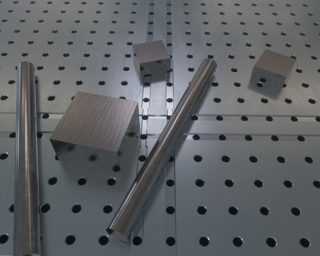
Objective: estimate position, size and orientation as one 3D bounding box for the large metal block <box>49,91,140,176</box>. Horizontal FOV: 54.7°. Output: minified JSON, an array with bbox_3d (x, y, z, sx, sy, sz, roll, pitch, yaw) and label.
[{"bbox_3d":[-0.076,0.005,0.386,0.080,0.050,0.080,11,51,8],"label":"large metal block"}]

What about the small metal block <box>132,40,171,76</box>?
[{"bbox_3d":[-0.014,-0.115,0.504,0.050,0.025,0.050,-12,51,-10],"label":"small metal block"}]

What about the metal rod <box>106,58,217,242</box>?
[{"bbox_3d":[0.017,0.004,0.404,0.025,0.025,0.301,19,52,15],"label":"metal rod"}]

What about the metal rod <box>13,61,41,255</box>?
[{"bbox_3d":[-0.169,0.016,0.392,0.025,0.025,0.300,-12,51,-10],"label":"metal rod"}]

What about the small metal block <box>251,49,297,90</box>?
[{"bbox_3d":[0.179,-0.093,0.487,0.050,0.025,0.050,26,55,20],"label":"small metal block"}]
